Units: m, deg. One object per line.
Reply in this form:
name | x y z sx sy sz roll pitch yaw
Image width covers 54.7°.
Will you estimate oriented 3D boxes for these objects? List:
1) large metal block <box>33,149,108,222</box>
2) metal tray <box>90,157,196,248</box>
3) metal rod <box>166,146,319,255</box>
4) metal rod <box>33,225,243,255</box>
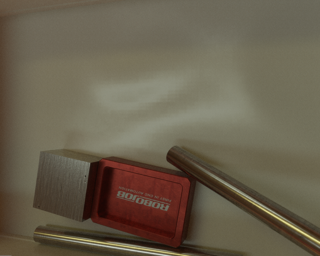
large metal block | -0.125 0.078 0.440 0.080 0.050 0.079 10 93 19
metal tray | -0.024 0.095 0.415 0.130 0.030 0.089 10 93 19
metal rod | 0.116 0.089 0.306 0.300 0.025 0.025 29 100 41
metal rod | -0.043 0.164 0.424 0.301 0.025 0.025 1 90 19
